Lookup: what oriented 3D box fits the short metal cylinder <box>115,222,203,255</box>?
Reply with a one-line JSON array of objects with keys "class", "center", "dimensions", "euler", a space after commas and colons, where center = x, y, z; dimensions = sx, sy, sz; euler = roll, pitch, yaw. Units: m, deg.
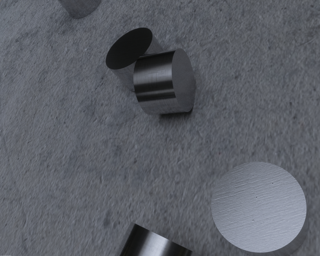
[{"class": "short metal cylinder", "center": [-0.002, 0.129, 0.290], "dimensions": [0.080, 0.080, 0.050], "euler": [14, 69, 33]}]

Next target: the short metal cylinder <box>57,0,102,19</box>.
[{"class": "short metal cylinder", "center": [-0.168, -0.274, 0.642], "dimensions": [0.080, 0.050, 0.080], "euler": [-13, 56, 20]}]

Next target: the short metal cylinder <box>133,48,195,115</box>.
[{"class": "short metal cylinder", "center": [0.008, -0.058, 0.399], "dimensions": [0.050, 0.080, 0.080], "euler": [-5, 60, 25]}]

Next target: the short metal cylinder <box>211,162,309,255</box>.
[{"class": "short metal cylinder", "center": [0.094, 0.078, 0.290], "dimensions": [0.080, 0.050, 0.080], "euler": [-13, 56, 20]}]

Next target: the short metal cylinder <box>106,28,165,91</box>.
[{"class": "short metal cylinder", "center": [-0.033, -0.101, 0.459], "dimensions": [0.080, 0.050, 0.080], "euler": [-19, 49, 23]}]
